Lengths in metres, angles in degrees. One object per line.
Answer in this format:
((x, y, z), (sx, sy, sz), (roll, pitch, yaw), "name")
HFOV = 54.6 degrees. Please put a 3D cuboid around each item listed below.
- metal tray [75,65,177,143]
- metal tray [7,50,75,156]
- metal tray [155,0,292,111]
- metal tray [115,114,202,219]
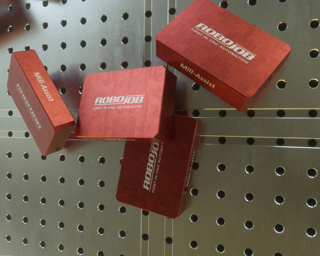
((-0.046, -0.029, 0.404), (0.130, 0.030, 0.090), (0, 76, 30), "metal tray")
((-0.175, -0.035, 0.448), (0.130, 0.030, 0.090), (58, 141, 11), "metal tray")
((0.071, -0.090, 0.362), (0.130, 0.030, 0.090), (37, 69, 16), "metal tray")
((-0.002, 0.043, 0.411), (0.090, 0.030, 0.129), (12, 94, 19), "metal tray")
